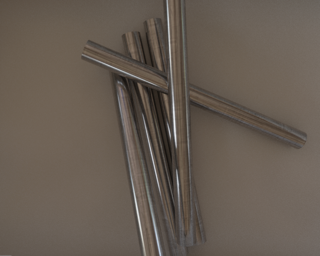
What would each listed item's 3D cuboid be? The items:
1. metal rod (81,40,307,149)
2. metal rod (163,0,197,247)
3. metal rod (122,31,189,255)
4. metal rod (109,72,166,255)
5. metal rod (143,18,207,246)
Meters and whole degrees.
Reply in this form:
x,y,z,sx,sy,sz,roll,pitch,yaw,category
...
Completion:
x,y,z,sx,sy,sz,roll,pitch,yaw,category
0.050,-0.038,0.392,0.302,0.025,0.025,22,90,-9,metal rod
0.024,-0.004,0.368,0.025,0.025,0.298,-4,99,0,metal rod
-0.006,0.022,0.411,0.025,0.025,0.298,-12,90,0,metal rod
-0.027,0.044,0.353,0.025,0.025,0.299,-13,66,0,metal rod
0.020,0.005,0.411,0.025,0.025,0.298,-12,90,0,metal rod
